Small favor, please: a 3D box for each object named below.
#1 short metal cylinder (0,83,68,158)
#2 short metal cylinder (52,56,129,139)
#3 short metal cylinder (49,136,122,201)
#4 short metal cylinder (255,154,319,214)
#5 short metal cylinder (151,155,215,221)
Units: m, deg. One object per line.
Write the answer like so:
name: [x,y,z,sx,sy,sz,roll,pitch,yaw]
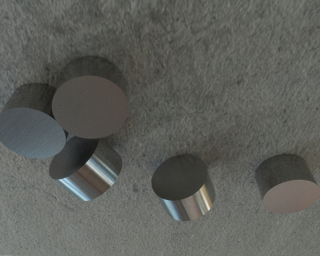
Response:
short metal cylinder: [-0.151,-0.008,0.382,0.081,0.050,0.079,0,131,0]
short metal cylinder: [-0.077,-0.034,0.353,0.081,0.050,0.079,-5,126,-7]
short metal cylinder: [-0.098,0.049,0.411,0.080,0.080,0.050,-25,126,19]
short metal cylinder: [0.190,0.085,0.466,0.081,0.050,0.079,0,130,0]
short metal cylinder: [0.034,0.084,0.444,0.080,0.080,0.050,-15,129,12]
